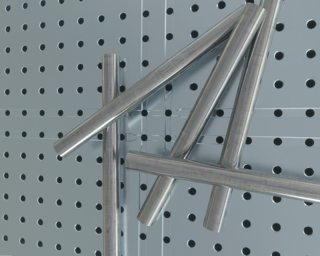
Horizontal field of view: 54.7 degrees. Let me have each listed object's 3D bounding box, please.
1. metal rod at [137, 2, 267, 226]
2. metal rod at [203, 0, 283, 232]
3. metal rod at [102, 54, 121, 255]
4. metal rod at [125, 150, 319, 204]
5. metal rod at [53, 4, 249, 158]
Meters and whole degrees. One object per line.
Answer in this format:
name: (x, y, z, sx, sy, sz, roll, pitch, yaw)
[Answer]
metal rod: (0.045, -0.006, 0.384, 0.025, 0.025, 0.298, 31, 104, 17)
metal rod: (0.101, -0.020, 0.376, 0.025, 0.025, 0.298, 15, 95, 19)
metal rod: (-0.068, 0.048, 0.435, 0.025, 0.025, 0.298, 0, 90, 19)
metal rod: (0.108, 0.061, 0.351, 0.301, 0.025, 0.025, 8, 93, 10)
metal rod: (-0.014, -0.055, 0.398, 0.300, 0.025, 0.025, -35, 79, 9)
